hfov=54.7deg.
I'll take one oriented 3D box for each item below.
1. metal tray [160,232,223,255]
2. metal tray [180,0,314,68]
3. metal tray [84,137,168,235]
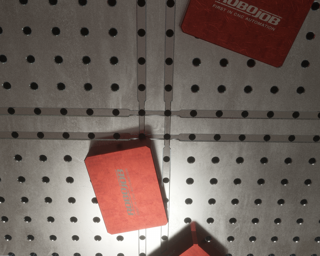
[{"bbox_3d":[0.037,0.237,0.499,0.130,0.030,0.090,-41,106,13],"label":"metal tray"},{"bbox_3d":[0.098,-0.135,0.362,0.131,0.030,0.089,18,109,-7],"label":"metal tray"},{"bbox_3d":[-0.044,0.084,0.441,0.090,0.030,0.129,-11,110,3],"label":"metal tray"}]
